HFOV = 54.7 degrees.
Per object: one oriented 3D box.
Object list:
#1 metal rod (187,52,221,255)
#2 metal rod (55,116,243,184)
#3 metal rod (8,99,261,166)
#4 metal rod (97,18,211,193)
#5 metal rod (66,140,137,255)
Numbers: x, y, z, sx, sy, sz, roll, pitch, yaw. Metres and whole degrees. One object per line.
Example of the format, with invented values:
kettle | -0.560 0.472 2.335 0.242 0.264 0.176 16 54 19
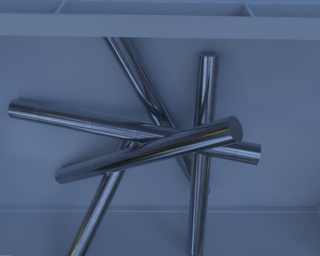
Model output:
metal rod | 0.054 0.053 0.405 0.025 0.025 0.298 0 115 0
metal rod | -0.040 0.037 0.375 0.299 0.025 0.025 -19 131 40
metal rod | -0.035 0.003 0.371 0.301 0.025 0.025 11 130 6
metal rod | 0.008 -0.003 0.406 0.025 0.025 0.299 -19 128 15
metal rod | -0.104 0.149 0.432 0.025 0.025 0.299 24 93 -19
